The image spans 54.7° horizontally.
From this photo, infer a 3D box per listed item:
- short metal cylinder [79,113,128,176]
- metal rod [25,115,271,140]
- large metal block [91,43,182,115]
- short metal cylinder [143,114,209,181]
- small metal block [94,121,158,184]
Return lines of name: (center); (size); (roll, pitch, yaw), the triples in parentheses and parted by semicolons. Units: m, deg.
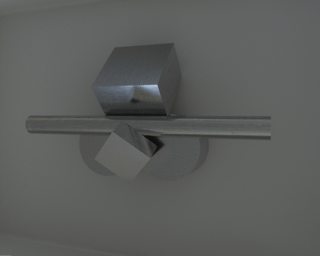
short metal cylinder: (-0.059, 0.021, 0.416); (0.080, 0.050, 0.079); (0, 90, 19)
metal rod: (-0.029, -0.002, 0.365); (0.301, 0.025, 0.025); (1, 90, 19)
large metal block: (-0.025, -0.058, 0.382); (0.080, 0.050, 0.080); (1, 47, 19)
short metal cylinder: (0.016, 0.023, 0.389); (0.080, 0.050, 0.079); (0, 90, 19)
small metal block: (-0.039, 0.029, 0.357); (0.050, 0.025, 0.050); (36, 124, -3)
